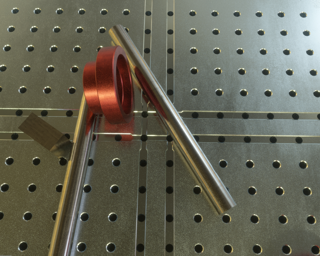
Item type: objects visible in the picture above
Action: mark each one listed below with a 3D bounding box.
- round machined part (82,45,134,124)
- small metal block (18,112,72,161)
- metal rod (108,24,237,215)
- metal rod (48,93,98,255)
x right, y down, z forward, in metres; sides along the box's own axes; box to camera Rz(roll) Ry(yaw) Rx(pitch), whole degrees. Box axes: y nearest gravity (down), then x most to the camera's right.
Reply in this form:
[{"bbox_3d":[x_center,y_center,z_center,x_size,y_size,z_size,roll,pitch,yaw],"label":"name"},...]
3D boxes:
[{"bbox_3d":[-0.065,-0.053,0.393,0.042,0.098,0.098,-5,70,8],"label":"round machined part"},{"bbox_3d":[-0.142,0.012,0.393,0.050,0.050,0.025,33,74,11],"label":"small metal block"},{"bbox_3d":[0.008,-0.023,0.420,0.025,0.025,0.299,-28,73,-10],"label":"metal rod"},{"bbox_3d":[-0.110,0.090,0.377,0.025,0.025,0.299,6,70,2],"label":"metal rod"}]
